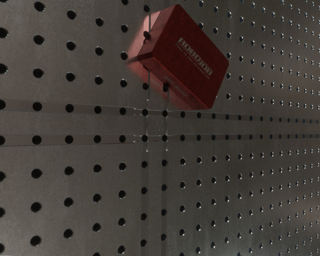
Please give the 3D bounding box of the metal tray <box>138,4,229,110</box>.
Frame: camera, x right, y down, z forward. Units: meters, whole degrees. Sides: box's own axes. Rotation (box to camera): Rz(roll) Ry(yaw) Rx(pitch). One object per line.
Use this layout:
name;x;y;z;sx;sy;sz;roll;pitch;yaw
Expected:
metal tray;0.039;-0.096;0.441;0.130;0.030;0.090;37;67;-34
